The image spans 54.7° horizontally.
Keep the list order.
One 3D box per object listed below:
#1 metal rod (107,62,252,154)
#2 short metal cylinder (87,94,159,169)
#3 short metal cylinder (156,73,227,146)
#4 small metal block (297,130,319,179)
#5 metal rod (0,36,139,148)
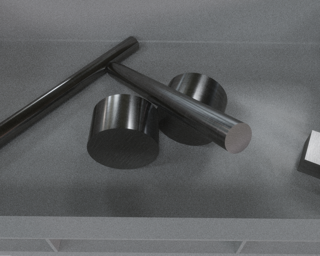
[{"bbox_3d":[-0.006,-0.042,0.358,0.025,0.025,0.300,-22,28,-18],"label":"metal rod"},{"bbox_3d":[-0.041,0.006,0.364,0.081,0.080,0.050,0,50,-1],"label":"short metal cylinder"},{"bbox_3d":[0.040,-0.022,0.389,0.080,0.080,0.050,15,52,12],"label":"short metal cylinder"},{"bbox_3d":[0.202,0.036,0.377,0.050,0.025,0.050,22,53,17],"label":"small metal block"},{"bbox_3d":[-0.138,-0.054,0.448,0.025,0.025,0.301,31,56,23],"label":"metal rod"}]
